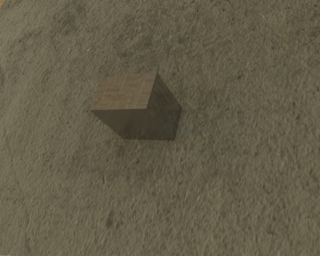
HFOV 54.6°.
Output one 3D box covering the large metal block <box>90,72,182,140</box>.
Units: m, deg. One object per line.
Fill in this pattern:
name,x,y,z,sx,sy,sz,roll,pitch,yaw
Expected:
large metal block,-0.028,-0.025,0.399,0.080,0.080,0.050,0,62,28
